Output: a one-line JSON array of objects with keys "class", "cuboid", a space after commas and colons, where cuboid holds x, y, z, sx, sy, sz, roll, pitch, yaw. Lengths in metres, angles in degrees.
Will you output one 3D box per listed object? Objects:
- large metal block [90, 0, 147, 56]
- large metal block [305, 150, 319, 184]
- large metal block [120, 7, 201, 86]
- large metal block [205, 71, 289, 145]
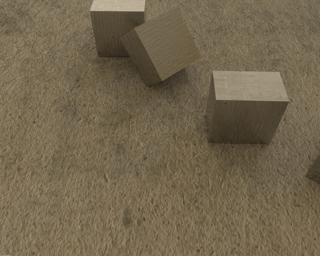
[{"class": "large metal block", "cuboid": [-0.063, -0.165, 0.504, 0.080, 0.080, 0.050, 1, 48, 0]}, {"class": "large metal block", "cuboid": [0.230, 0.037, 0.357, 0.080, 0.050, 0.080, 31, 57, 23]}, {"class": "large metal block", "cuboid": [0.002, -0.119, 0.459, 0.080, 0.080, 0.050, -36, 16, -26]}, {"class": "large metal block", "cuboid": [0.103, -0.024, 0.388, 0.080, 0.080, 0.050, 1, 50, 1]}]
